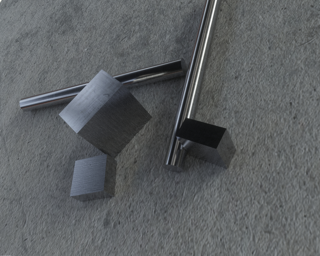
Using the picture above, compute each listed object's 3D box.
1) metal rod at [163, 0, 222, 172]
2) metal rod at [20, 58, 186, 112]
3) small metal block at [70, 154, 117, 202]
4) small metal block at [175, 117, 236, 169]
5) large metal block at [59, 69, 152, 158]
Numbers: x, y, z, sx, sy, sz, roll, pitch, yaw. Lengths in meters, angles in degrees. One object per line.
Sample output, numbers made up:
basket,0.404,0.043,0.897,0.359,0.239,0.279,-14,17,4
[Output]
metal rod,0.051,-0.084,0.427,0.025,0.025,0.300,1,62,28
metal rod,-0.103,-0.064,0.494,0.301,0.025,0.025,-9,58,22
small metal block,-0.086,0.066,0.407,0.050,0.025,0.050,-13,56,20
small metal block,0.053,0.017,0.348,0.050,0.050,0.025,17,68,34
large metal block,-0.070,-0.016,0.414,0.080,0.080,0.050,-48,52,-6
